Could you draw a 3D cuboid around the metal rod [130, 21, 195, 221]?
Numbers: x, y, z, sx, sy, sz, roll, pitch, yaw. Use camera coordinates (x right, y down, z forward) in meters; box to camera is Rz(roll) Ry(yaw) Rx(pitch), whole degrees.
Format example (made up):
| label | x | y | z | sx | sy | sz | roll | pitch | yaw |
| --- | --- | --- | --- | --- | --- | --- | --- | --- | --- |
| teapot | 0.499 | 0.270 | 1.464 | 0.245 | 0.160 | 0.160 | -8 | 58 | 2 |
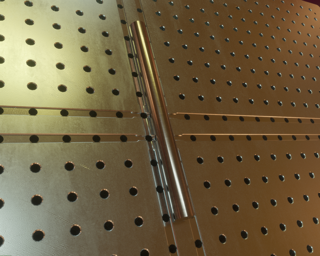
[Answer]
| label | x | y | z | sx | sy | sz | roll | pitch | yaw |
| --- | --- | --- | --- | --- | --- | --- | --- | --- | --- |
| metal rod | -0.003 | -0.027 | 0.422 | 0.025 | 0.025 | 0.299 | 1 | 62 | -28 |
